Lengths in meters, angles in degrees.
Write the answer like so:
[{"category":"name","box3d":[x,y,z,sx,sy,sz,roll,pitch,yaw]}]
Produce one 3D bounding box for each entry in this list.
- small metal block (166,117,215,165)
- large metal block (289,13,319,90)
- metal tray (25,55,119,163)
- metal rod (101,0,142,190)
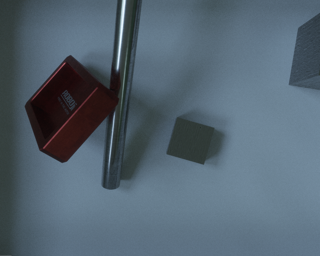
[{"category":"small metal block","box3d":[0.039,0.017,0.412,0.050,0.025,0.050,16,90,-1]},{"category":"large metal block","box3d":[0.209,-0.094,0.387,0.050,0.080,0.080,9,90,0]},{"category":"metal tray","box3d":[-0.109,-0.029,0.361,0.090,0.130,0.030,-48,128,0]},{"category":"metal rod","box3d":[-0.043,-0.058,0.350,0.025,0.025,0.298,9,115,-1]}]
